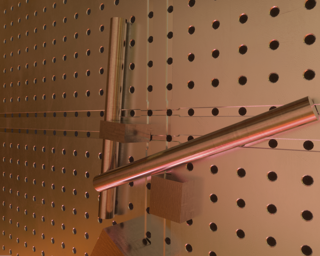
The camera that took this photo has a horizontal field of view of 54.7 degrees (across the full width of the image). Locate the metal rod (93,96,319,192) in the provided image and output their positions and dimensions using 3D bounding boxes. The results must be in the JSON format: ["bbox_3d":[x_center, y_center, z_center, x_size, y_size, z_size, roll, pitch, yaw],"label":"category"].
[{"bbox_3d":[0.028,0.031,0.371,0.300,0.025,0.025,-23,75,33],"label":"metal rod"}]

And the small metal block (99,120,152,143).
[{"bbox_3d":[-0.048,0.004,0.433,0.050,0.050,0.025,8,96,39],"label":"small metal block"}]

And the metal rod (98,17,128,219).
[{"bbox_3d":[-0.072,-0.012,0.468,0.025,0.025,0.298,7,95,40],"label":"metal rod"}]

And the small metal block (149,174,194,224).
[{"bbox_3d":[0.015,0.089,0.398,0.050,0.025,0.050,6,94,40],"label":"small metal block"}]

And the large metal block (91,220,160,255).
[{"bbox_3d":[-0.052,0.193,0.436,0.080,0.050,0.079,39,114,33],"label":"large metal block"}]
